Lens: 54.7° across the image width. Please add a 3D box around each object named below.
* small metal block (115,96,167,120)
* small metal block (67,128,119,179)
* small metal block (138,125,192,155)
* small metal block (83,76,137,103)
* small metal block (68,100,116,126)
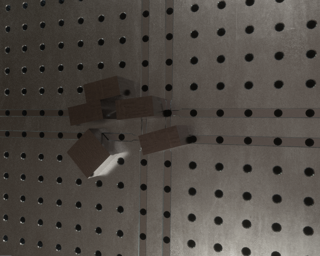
[{"bbox_3d":[-0.024,-0.025,0.407,0.050,0.050,0.025,-6,88,19],"label":"small metal block"},{"bbox_3d":[-0.097,0.036,0.445,0.050,0.025,0.050,-45,76,14],"label":"small metal block"},{"bbox_3d":[0.008,0.015,0.396,0.050,0.050,0.025,-16,85,19],"label":"small metal block"},{"bbox_3d":[-0.067,-0.049,0.422,0.050,0.050,0.025,-11,86,19],"label":"small metal block"},{"bbox_3d":[-0.090,-0.020,0.430,0.050,0.050,0.025,-11,87,19],"label":"small metal block"}]
